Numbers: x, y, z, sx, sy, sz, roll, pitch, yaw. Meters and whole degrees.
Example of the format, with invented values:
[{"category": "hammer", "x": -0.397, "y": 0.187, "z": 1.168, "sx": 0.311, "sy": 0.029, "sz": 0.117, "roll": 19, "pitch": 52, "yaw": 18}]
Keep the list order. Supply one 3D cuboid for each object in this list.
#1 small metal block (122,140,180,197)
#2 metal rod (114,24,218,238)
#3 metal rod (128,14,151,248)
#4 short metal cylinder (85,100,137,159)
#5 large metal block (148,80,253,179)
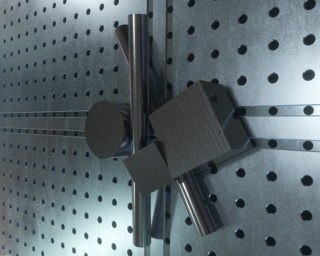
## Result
[{"category": "small metal block", "x": -0.009, "y": 0.047, "z": 0.370, "sx": 0.050, "sy": 0.025, "sz": 0.050, "roll": -32, "pitch": 85, "yaw": 27}, {"category": "metal rod", "x": 0.001, "y": -0.009, "z": 0.403, "sx": 0.025, "sy": 0.025, "sz": 0.299, "roll": -35, "pitch": 69, "yaw": 34}, {"category": "metal rod", "x": -0.025, "y": 0.011, "z": 0.400, "sx": 0.025, "sy": 0.025, "sz": 0.298, "roll": 8, "pitch": 103, "yaw": 39}, {"category": "short metal cylinder", "x": -0.061, "y": 0.002, "z": 0.439, "sx": 0.080, "sy": 0.050, "sz": 0.079, "roll": 0, "pitch": 90, "yaw": 39}, {"category": "large metal block", "x": 0.044, "y": 0.003, "z": 0.352, "sx": 0.080, "sy": 0.050, "sz": 0.080, "roll": -34, "pitch": 69, "yaw": 35}]
